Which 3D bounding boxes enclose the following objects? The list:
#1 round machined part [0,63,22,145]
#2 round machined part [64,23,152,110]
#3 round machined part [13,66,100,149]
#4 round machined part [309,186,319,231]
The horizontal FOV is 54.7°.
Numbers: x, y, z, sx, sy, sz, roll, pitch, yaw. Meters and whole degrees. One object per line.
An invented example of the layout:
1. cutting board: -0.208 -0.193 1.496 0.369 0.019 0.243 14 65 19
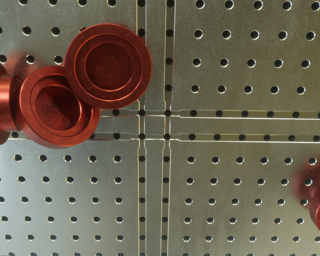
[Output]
1. round machined part: -0.186 -0.029 0.362 0.042 0.098 0.097 -1 110 -8
2. round machined part: -0.060 -0.074 0.372 0.099 0.042 0.097 -2 107 -6
3. round machined part: -0.126 -0.022 0.375 0.042 0.098 0.098 -19 114 44
4. round machined part: 0.266 0.111 0.449 0.099 0.042 0.097 0 110 -1
